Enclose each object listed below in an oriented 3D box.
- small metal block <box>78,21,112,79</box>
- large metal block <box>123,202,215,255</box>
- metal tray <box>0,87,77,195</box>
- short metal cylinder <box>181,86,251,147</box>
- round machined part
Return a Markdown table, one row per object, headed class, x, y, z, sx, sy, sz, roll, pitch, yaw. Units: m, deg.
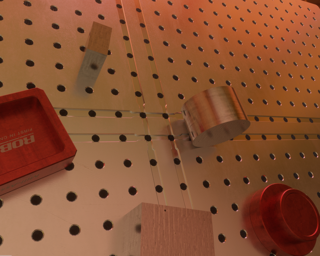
| class | x | y | z | sx | sy | sz | roll | pitch | yaw |
| --- | --- | --- | --- | --- | --- | --- | --- | --- | --- |
| small metal block | -0.085 | -0.102 | 0.408 | 0.025 | 0.050 | 0.050 | 16 | 56 | -20 |
| large metal block | 0.008 | 0.128 | 0.319 | 0.081 | 0.050 | 0.080 | 13 | 56 | -21 |
| metal tray | -0.162 | 0.018 | 0.306 | 0.131 | 0.030 | 0.090 | -23 | 74 | -36 |
| short metal cylinder | 0.075 | -0.014 | 0.421 | 0.081 | 0.080 | 0.050 | -4 | 64 | -30 |
| round machined part | 0.175 | 0.121 | 0.417 | 0.099 | 0.042 | 0.098 | 14 | 56 | -21 |
